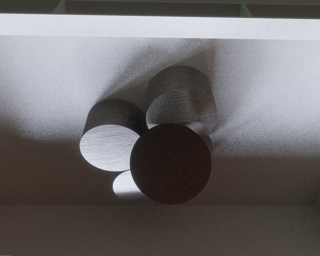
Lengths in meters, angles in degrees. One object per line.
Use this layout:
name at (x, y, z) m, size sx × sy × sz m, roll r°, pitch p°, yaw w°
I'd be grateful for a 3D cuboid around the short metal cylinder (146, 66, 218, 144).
short metal cylinder at (0.024, -0.026, 0.368) m, size 0.081 × 0.050 × 0.079 m, roll 0°, pitch 130°, yaw 0°

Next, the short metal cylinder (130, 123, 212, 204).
short metal cylinder at (0.013, 0.035, 0.328) m, size 0.080 × 0.050 × 0.079 m, roll 0°, pitch 90°, yaw 6°

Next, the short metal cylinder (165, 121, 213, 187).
short metal cylinder at (0.022, 0.033, 0.400) m, size 0.081 × 0.080 × 0.050 m, roll 10°, pitch 129°, yaw -9°

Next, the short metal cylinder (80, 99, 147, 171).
short metal cylinder at (-0.057, 0.010, 0.398) m, size 0.081 × 0.050 × 0.079 m, roll 0°, pitch 130°, yaw 0°

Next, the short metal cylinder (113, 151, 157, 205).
short metal cylinder at (-0.025, 0.067, 0.446) m, size 0.081 × 0.050 × 0.079 m, roll 0°, pitch 130°, yaw 0°
